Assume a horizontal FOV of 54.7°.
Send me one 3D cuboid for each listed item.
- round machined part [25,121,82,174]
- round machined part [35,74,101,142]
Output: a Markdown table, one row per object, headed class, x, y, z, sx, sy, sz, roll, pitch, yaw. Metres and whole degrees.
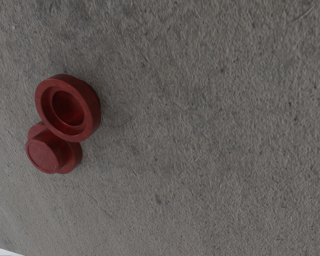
| class | x | y | z | sx | sy | sz | roll | pitch | yaw |
| --- | --- | --- | --- | --- | --- | --- | --- | --- | --- |
| round machined part | -0.183 | 0.038 | 0.516 | 0.098 | 0.042 | 0.097 | 13 | 124 | 21 |
| round machined part | -0.125 | -0.032 | 0.442 | 0.098 | 0.042 | 0.097 | 13 | 124 | 21 |
